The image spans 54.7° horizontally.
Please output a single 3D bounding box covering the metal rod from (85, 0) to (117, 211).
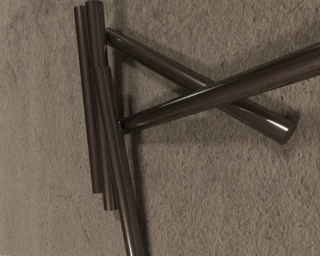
[{"bbox_3d":[-0.082,-0.029,0.450,0.025,0.025,0.298,-1,96,39],"label":"metal rod"}]

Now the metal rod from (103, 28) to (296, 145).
[{"bbox_3d":[0.023,-0.066,0.383,0.300,0.025,0.025,36,112,34],"label":"metal rod"}]

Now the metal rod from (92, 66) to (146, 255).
[{"bbox_3d":[-0.053,0.066,0.423,0.025,0.025,0.298,-10,91,39],"label":"metal rod"}]

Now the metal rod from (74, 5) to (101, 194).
[{"bbox_3d":[-0.110,-0.048,0.492,0.025,0.025,0.298,-12,82,39],"label":"metal rod"}]

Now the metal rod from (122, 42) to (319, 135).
[{"bbox_3d":[0.047,-0.031,0.332,0.299,0.025,0.025,-17,80,48],"label":"metal rod"}]
